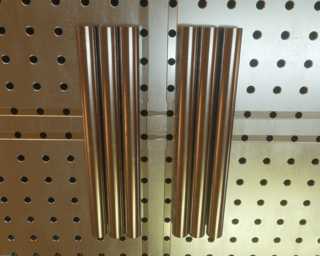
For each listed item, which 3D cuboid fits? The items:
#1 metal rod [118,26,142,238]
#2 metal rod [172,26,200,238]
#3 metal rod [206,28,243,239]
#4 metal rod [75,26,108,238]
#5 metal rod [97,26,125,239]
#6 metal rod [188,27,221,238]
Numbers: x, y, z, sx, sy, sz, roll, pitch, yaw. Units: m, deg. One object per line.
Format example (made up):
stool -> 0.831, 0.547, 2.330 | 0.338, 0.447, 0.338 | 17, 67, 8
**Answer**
metal rod -> -0.039, 0.020, 0.420 | 0.025, 0.025, 0.298 | 1, 110, 0
metal rod -> 0.033, 0.019, 0.420 | 0.025, 0.025, 0.298 | 1, 110, 0
metal rod -> 0.084, 0.020, 0.421 | 0.025, 0.025, 0.298 | 1, 110, 0
metal rod -> -0.089, 0.019, 0.419 | 0.025, 0.025, 0.298 | 1, 110, 0
metal rod -> -0.064, 0.020, 0.419 | 0.025, 0.025, 0.298 | 1, 110, 0
metal rod -> 0.058, 0.020, 0.420 | 0.025, 0.025, 0.298 | 1, 110, 0
